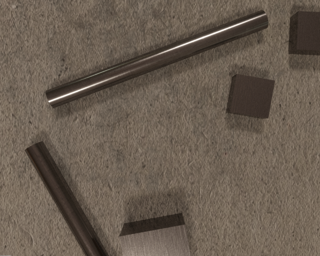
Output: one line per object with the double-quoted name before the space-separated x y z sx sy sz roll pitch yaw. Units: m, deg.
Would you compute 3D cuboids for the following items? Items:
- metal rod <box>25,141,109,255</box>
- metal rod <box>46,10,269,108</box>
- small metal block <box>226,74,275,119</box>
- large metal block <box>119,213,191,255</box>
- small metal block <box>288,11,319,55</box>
"metal rod" -0.092 0.153 0.408 0.025 0.025 0.299 -30 90 0
"metal rod" -0.003 -0.091 0.409 0.301 0.025 0.025 -21 90 -1
"small metal block" 0.119 -0.041 0.412 0.050 0.025 0.050 10 90 -1
"large metal block" -0.002 0.162 0.398 0.080 0.050 0.080 -10 90 -1
"small metal block" 0.203 -0.125 0.413 0.050 0.025 0.050 3 90 -1
